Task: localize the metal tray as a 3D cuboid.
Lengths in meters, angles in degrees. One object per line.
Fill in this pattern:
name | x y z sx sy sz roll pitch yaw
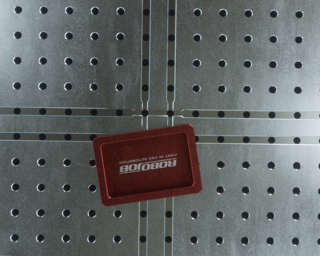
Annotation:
metal tray | -0.016 0.047 0.410 0.131 0.030 0.090 -8 90 0
